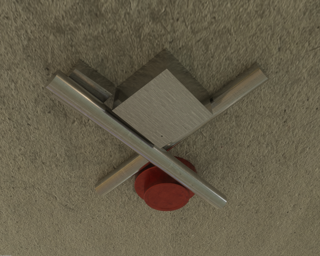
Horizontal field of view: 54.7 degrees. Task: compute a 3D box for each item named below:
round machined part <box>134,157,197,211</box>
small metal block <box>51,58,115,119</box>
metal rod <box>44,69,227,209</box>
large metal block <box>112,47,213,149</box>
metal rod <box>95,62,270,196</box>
[{"bbox_3d":[0.010,0.091,0.474,0.099,0.042,0.097,-1,130,0],"label":"round machined part"},{"bbox_3d":[-0.091,-0.046,0.370,0.050,0.025,0.050,35,121,-27],"label":"small metal block"},{"bbox_3d":[-0.012,0.030,0.400,0.025,0.025,0.301,-36,122,26],"label":"metal rod"},{"bbox_3d":[0.003,-0.033,0.366,0.080,0.050,0.080,-34,123,25],"label":"large metal block"},{"bbox_3d":[0.013,0.015,0.424,0.299,0.025,0.025,-37,121,27],"label":"metal rod"}]
